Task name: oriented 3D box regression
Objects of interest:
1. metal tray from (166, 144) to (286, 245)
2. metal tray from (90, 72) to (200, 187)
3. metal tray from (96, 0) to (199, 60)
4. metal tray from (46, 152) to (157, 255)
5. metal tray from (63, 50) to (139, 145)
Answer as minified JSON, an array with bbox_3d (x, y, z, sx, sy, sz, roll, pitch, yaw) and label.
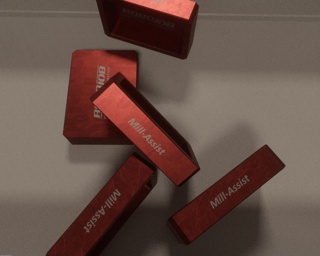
[{"bbox_3d":[0.069,0.077,0.347,0.131,0.090,0.030,-35,74,-12],"label":"metal tray"},{"bbox_3d":[-0.014,-0.003,0.349,0.030,0.090,0.130,-43,102,8],"label":"metal tray"},{"bbox_3d":[-0.017,-0.148,0.429,0.131,0.090,0.030,19,71,6],"label":"metal tray"},{"bbox_3d":[-0.055,0.094,0.339,0.030,0.090,0.130,37,74,12],"label":"metal tray"},{"bbox_3d":[-0.076,-0.043,0.422,0.091,0.030,0.130,0,70,-1],"label":"metal tray"}]
